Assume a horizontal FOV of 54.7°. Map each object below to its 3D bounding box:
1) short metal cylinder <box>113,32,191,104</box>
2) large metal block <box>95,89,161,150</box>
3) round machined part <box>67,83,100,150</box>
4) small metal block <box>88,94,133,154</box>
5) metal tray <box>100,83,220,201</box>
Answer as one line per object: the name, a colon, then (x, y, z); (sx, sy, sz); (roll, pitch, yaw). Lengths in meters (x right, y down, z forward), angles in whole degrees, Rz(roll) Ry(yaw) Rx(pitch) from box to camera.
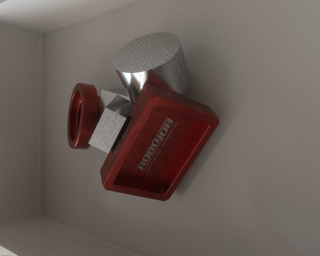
short metal cylinder: (-0.008, -0.070, 0.366); (0.080, 0.080, 0.050); (21, 147, 38)
large metal block: (-0.041, -0.004, 0.420); (0.080, 0.050, 0.079); (19, 102, 38)
round machined part: (-0.107, -0.016, 0.464); (0.098, 0.042, 0.098); (-19, 68, 60)
small metal block: (-0.055, -0.006, 0.365); (0.025, 0.050, 0.050); (28, 113, -4)
metal tray: (-0.003, 0.023, 0.361); (0.129, 0.091, 0.030); (-60, 29, 22)
